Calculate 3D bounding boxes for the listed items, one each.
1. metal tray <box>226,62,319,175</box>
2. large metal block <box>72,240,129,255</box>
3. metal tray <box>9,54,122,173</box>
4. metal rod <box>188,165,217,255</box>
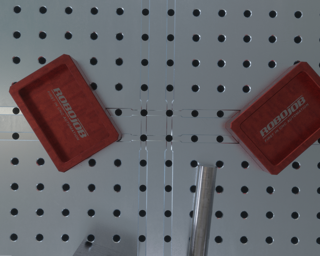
[{"bbox_3d":[0.166,-0.013,0.412,0.130,0.030,0.090,-41,90,0],"label":"metal tray"},{"bbox_3d":[-0.076,0.191,0.385,0.080,0.080,0.050,20,90,0],"label":"large metal block"},{"bbox_3d":[-0.123,-0.019,0.409,0.090,0.030,0.130,-32,90,0],"label":"metal tray"},{"bbox_3d":[0.047,0.199,0.413,0.025,0.025,0.298,6,90,0],"label":"metal rod"}]
